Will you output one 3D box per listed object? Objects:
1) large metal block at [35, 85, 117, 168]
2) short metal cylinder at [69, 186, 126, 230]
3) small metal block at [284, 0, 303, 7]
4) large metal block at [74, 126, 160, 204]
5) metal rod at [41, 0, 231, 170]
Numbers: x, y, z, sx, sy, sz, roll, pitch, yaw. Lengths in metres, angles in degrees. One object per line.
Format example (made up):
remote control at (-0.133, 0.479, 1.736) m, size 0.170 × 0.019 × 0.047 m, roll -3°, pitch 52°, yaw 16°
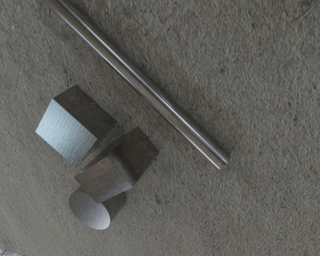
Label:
large metal block at (-0.123, -0.002, 0.455) m, size 0.080 × 0.050 × 0.080 m, roll 42°, pitch 129°, yaw -1°
short metal cylinder at (-0.105, 0.123, 0.522) m, size 0.080 × 0.050 × 0.079 m, roll 13°, pitch 124°, yaw 21°
small metal block at (0.126, -0.123, 0.248) m, size 0.050 × 0.050 × 0.025 m, roll -12°, pitch 112°, yaw 33°
large metal block at (-0.059, 0.051, 0.434) m, size 0.080 × 0.080 × 0.050 m, roll -32°, pitch 101°, yaw 38°
metal rod at (-0.028, -0.060, 0.384) m, size 0.300 × 0.025 × 0.025 m, roll 44°, pitch 129°, yaw -3°
